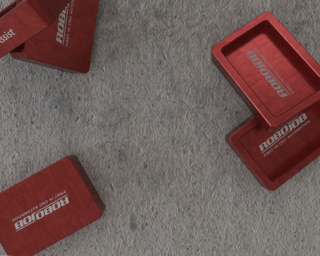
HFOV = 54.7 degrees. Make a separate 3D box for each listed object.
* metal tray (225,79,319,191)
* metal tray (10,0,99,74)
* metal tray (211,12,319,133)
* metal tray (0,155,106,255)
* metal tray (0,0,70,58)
[{"bbox_3d":[0.165,0.008,0.408,0.130,0.030,0.090,-38,90,0],"label":"metal tray"},{"bbox_3d":[-0.123,-0.139,0.376,0.030,0.091,0.129,8,90,38],"label":"metal tray"},{"bbox_3d":[0.137,-0.071,0.388,0.090,0.030,0.130,-33,73,1],"label":"metal tray"},{"bbox_3d":[-0.151,0.105,0.406,0.130,0.030,0.090,-29,90,0],"label":"metal tray"},{"bbox_3d":[-0.164,-0.121,0.352,0.130,0.090,0.030,-20,128,25],"label":"metal tray"}]
